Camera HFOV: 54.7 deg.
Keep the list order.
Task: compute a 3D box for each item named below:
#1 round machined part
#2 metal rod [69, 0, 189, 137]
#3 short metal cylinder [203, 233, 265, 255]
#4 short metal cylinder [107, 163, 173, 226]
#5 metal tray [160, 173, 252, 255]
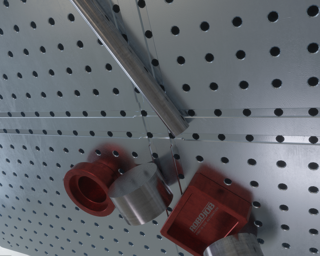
[{"bbox_3d":[-0.107,0.097,0.517,0.098,0.042,0.097,13,124,21],"label":"round machined part"},{"bbox_3d":[-0.063,-0.114,0.373,0.025,0.025,0.300,-30,102,38],"label":"metal rod"},{"bbox_3d":[0.107,0.189,0.430,0.081,0.050,0.080,-10,136,-9],"label":"short metal cylinder"},{"bbox_3d":[-0.028,0.094,0.449,0.080,0.080,0.050,-18,109,35],"label":"short metal cylinder"},{"bbox_3d":[0.063,0.137,0.459,0.090,0.030,0.129,30,128,8],"label":"metal tray"}]
